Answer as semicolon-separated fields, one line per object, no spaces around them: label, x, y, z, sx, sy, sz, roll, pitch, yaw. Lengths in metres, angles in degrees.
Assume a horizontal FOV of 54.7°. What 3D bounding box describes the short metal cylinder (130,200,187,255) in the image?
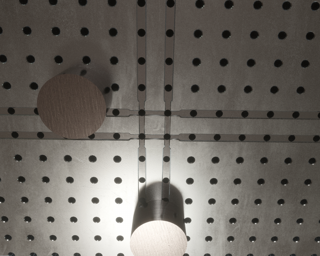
short metal cylinder;-0.002;0.154;0.457;0.081;0.050;0.079;0;110;-1

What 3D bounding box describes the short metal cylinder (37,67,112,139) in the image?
short metal cylinder;-0.104;-0.033;0.387;0.081;0.050;0.079;0;110;-1
